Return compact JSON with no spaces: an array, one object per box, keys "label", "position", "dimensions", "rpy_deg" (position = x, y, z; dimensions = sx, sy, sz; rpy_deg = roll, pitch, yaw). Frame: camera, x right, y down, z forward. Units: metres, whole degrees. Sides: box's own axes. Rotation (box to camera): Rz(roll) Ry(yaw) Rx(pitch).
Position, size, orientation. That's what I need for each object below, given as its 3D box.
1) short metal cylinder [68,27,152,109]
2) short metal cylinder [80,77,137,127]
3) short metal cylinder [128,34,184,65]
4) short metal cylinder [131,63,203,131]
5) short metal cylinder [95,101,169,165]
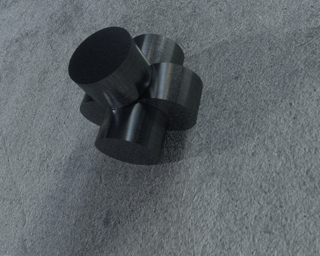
[{"label":"short metal cylinder","position":[-0.056,-0.069,0.356],"dimensions":[0.080,0.050,0.080],"rpy_deg":[-13,56,20]},{"label":"short metal cylinder","position":[-0.062,-0.036,0.423],"dimensions":[0.080,0.080,0.050],"rpy_deg":[-1,62,27]},{"label":"short metal cylinder","position":[-0.010,-0.082,0.424],"dimensions":[0.080,0.080,0.050],"rpy_deg":[-2,61,27]},{"label":"short metal cylinder","position":[0.010,-0.036,0.386],"dimensions":[0.080,0.080,0.050],"rpy_deg":[0,62,28]},{"label":"short metal cylinder","position":[-0.034,0.008,0.381],"dimensions":[0.080,0.080,0.050],"rpy_deg":[0,62,28]}]
